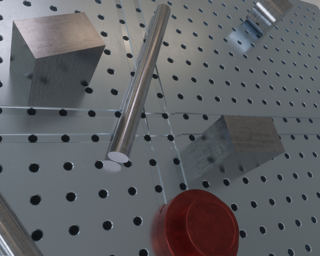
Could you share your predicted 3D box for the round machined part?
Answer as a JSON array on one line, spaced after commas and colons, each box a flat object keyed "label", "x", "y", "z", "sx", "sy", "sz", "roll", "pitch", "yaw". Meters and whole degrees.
[{"label": "round machined part", "x": 0.050, "y": 0.117, "z": 0.353, "sx": 0.099, "sy": 0.042, "sz": 0.098, "roll": 14, "pitch": 56, "yaw": -21}]

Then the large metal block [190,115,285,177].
[{"label": "large metal block", "x": 0.100, "y": 0.026, "z": 0.411, "sx": 0.081, "sy": 0.080, "sz": 0.050, "roll": 1, "pitch": 62, "yaw": -28}]

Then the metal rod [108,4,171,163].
[{"label": "metal rod", "x": -0.021, "y": -0.085, "z": 0.448, "sx": 0.025, "sy": 0.025, "sz": 0.300, "roll": 23, "pitch": 53, "yaw": -14}]

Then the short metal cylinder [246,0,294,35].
[{"label": "short metal cylinder", "x": 0.226, "y": -0.239, "z": 0.641, "sx": 0.050, "sy": 0.080, "sz": 0.080, "roll": 49, "pitch": 51, "yaw": 5}]

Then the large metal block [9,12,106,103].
[{"label": "large metal block", "x": -0.120, "y": -0.082, "z": 0.358, "sx": 0.081, "sy": 0.080, "sz": 0.050, "roll": -24, "pitch": 75, "yaw": -36}]

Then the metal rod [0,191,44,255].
[{"label": "metal rod", "x": -0.130, "y": 0.101, "z": 0.276, "sx": 0.025, "sy": 0.025, "sz": 0.300, "roll": -32, "pitch": 80, "yaw": -38}]
